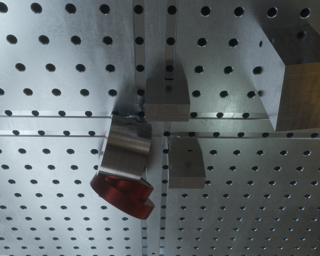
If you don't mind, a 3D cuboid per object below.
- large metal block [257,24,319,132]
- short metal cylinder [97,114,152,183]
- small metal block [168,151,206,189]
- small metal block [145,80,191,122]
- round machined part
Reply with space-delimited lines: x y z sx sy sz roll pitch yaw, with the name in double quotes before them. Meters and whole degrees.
"large metal block" 0.142 -0.054 0.332 0.050 0.080 0.080 -6 130 4
"short metal cylinder" -0.046 0.027 0.398 0.050 0.080 0.079 14 129 -12
"small metal block" 0.037 0.060 0.447 0.050 0.050 0.025 1 130 -1
"small metal block" 0.008 -0.033 0.367 0.050 0.050 0.025 1 130 -1
"round machined part" -0.048 0.087 0.450 0.098 0.098 0.042 34 86 -26
